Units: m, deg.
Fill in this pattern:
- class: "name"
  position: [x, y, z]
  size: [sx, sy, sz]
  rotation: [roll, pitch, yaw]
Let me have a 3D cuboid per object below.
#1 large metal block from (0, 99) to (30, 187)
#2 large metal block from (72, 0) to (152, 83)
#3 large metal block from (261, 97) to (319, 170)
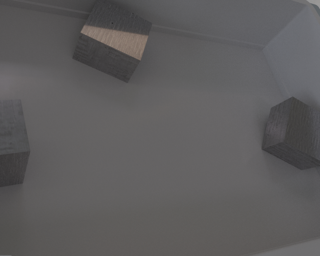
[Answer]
- class: "large metal block"
  position: [-0.164, 0.019, 0.270]
  size: [0.081, 0.080, 0.050]
  rotation: [-6, 65, -31]
- class: "large metal block"
  position: [-0.064, -0.121, 0.429]
  size: [0.080, 0.050, 0.080]
  rotation: [23, 53, -15]
- class: "large metal block"
  position: [0.217, 0.010, 0.490]
  size: [0.080, 0.050, 0.080]
  rotation: [27, 65, -12]
